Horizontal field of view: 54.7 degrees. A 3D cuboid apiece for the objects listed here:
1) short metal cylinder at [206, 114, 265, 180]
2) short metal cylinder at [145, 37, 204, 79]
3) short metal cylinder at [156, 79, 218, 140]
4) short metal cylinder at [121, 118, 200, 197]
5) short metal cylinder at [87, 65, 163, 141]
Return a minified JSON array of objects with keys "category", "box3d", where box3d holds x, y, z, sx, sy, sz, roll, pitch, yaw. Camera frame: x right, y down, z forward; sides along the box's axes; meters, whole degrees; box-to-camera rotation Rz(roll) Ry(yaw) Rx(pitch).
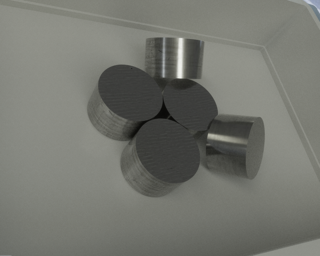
[{"category":"short metal cylinder","box3d":[0.100,0.023,0.403,0.081,0.050,0.079,-17,111,-55]},{"category":"short metal cylinder","box3d":[0.020,-0.095,0.429,0.081,0.080,0.050,-3,102,-30]},{"category":"short metal cylinder","box3d":[0.030,-0.020,0.417,0.081,0.050,0.080,14,56,-21]},{"category":"short metal cylinder","box3d":[0.000,0.036,0.367,0.081,0.050,0.080,14,56,-21]},{"category":"short metal cylinder","box3d":[-0.044,-0.031,0.384,0.081,0.050,0.080,14,56,-21]}]
